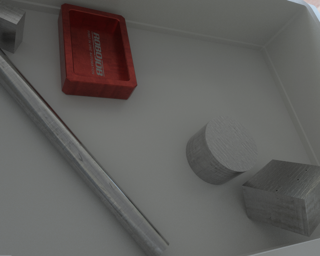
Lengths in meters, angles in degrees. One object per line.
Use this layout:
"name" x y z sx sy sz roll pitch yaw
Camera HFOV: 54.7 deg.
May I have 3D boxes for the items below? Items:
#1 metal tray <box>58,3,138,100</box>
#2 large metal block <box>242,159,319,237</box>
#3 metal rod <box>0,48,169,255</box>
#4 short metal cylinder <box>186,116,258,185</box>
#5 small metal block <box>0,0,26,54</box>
"metal tray" -0.087 -0.104 0.419 0.091 0.030 0.130 3 61 -27
"large metal block" 0.167 0.085 0.402 0.081 0.080 0.050 -27 110 -37
"metal rod" -0.099 0.020 0.340 0.300 0.025 0.025 48 51 5
"short metal cylinder" 0.082 0.030 0.418 0.081 0.050 0.080 14 56 -21
"small metal block" -0.190 -0.122 0.362 0.050 0.050 0.025 22 54 -16
